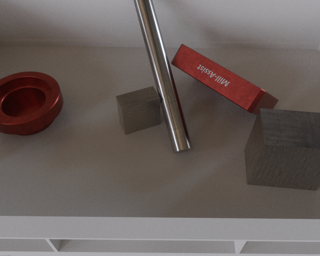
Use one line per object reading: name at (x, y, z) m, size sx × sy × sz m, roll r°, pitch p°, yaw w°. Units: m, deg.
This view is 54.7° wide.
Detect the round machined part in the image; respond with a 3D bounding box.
round machined part at (-0.180, -0.028, 0.416) m, size 0.099 × 0.042 × 0.098 m, roll 0°, pitch 50°, yaw 0°

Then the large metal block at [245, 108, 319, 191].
large metal block at (0.146, 0.026, 0.350) m, size 0.080 × 0.080 × 0.050 m, roll 5°, pitch 50°, yaw 3°

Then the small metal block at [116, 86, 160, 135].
small metal block at (-0.028, -0.023, 0.407) m, size 0.050 × 0.050 × 0.025 m, roll -17°, pitch 52°, yaw -14°

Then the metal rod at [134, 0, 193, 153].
metal rod at (-0.008, -0.113, 0.415) m, size 0.025 × 0.025 × 0.299 m, roll -12°, pitch 78°, yaw -10°

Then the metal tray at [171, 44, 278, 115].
metal tray at (0.088, -0.063, 0.421) m, size 0.130 × 0.030 × 0.090 m, roll 37°, pitch 16°, yaw 27°
